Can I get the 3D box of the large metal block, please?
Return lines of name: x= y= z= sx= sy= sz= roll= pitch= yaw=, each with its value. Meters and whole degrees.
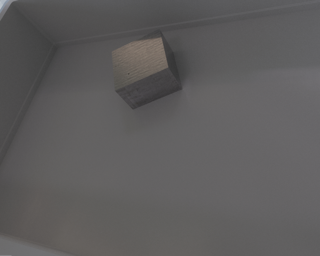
large metal block: x=-0.020 y=-0.085 z=0.453 sx=0.080 sy=0.050 sz=0.080 roll=-21 pitch=54 yaw=15
